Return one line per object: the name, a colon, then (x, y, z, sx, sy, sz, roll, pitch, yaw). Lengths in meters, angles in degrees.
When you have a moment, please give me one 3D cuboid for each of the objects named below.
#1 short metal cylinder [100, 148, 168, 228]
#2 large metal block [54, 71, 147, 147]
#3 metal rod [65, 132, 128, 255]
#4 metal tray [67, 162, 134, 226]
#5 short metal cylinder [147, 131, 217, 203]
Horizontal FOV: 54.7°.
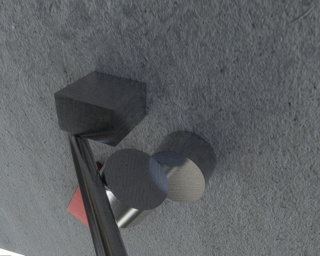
short metal cylinder: (-0.037, 0.071, 0.371, 0.080, 0.080, 0.050, 40, 130, 1)
large metal block: (-0.071, -0.028, 0.392, 0.080, 0.080, 0.050, 16, 125, 19)
metal rod: (-0.083, 0.046, 0.350, 0.300, 0.025, 0.025, -125, 32, -49)
metal tray: (-0.103, 0.128, 0.537, 0.090, 0.030, 0.129, 36, 129, 3)
short metal cylinder: (0.028, 0.050, 0.407, 0.080, 0.050, 0.079, 13, 124, 20)
